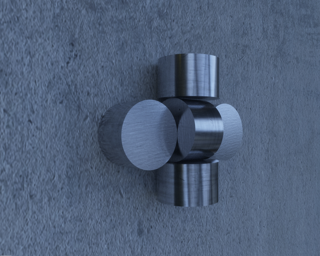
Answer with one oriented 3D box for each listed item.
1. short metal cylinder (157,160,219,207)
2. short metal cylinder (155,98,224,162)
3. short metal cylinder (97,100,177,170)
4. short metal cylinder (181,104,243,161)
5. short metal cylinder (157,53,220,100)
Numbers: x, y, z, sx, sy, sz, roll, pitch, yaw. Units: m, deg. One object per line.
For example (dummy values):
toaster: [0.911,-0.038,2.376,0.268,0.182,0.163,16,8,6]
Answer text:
short metal cylinder: [0.036,0.067,0.401,0.081,0.080,0.050,0,90,-40]
short metal cylinder: [0.034,0.003,0.399,0.050,0.080,0.080,1,90,-40]
short metal cylinder: [-0.026,0.008,0.368,0.081,0.050,0.080,0,90,-41]
short metal cylinder: [0.075,0.005,0.452,0.081,0.050,0.080,-1,91,-40]
short metal cylinder: [0.037,-0.063,0.402,0.081,0.080,0.050,0,90,-40]
